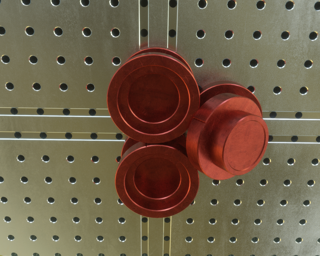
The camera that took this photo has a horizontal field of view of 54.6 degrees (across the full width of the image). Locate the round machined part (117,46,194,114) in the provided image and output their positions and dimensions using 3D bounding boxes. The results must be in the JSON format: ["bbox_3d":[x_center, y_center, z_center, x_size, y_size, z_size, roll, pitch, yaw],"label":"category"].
[{"bbox_3d":[-0.005,-0.050,0.387,0.099,0.042,0.097,0,110,0],"label":"round machined part"}]

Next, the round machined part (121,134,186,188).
[{"bbox_3d":[-0.004,0.042,0.420,0.099,0.042,0.097,0,110,0],"label":"round machined part"}]

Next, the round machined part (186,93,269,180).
[{"bbox_3d":[0.081,0.013,0.342,0.099,0.042,0.097,-12,113,-30],"label":"round machined part"}]

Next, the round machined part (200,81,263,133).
[{"bbox_3d":[0.084,-0.009,0.402,0.099,0.042,0.097,0,110,0],"label":"round machined part"}]

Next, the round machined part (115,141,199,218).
[{"bbox_3d":[-0.003,0.057,0.380,0.099,0.042,0.097,0,110,0],"label":"round machined part"}]

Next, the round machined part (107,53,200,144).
[{"bbox_3d":[-0.007,-0.035,0.346,0.099,0.042,0.097,0,110,0],"label":"round machined part"}]
